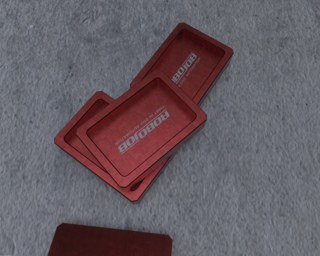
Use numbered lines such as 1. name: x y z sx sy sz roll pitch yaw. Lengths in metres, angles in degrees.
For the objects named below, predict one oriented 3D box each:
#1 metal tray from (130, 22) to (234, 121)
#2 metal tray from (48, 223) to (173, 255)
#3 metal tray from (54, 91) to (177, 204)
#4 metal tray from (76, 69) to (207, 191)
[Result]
1. metal tray: 0.031 -0.076 0.433 0.090 0.030 0.130 32 73 11
2. metal tray: -0.056 0.157 0.332 0.131 0.030 0.090 6 50 2
3. metal tray: -0.055 0.023 0.396 0.130 0.030 0.090 35 73 11
4. metal tray: -0.021 0.001 0.372 0.130 0.030 0.090 -39 75 -14
